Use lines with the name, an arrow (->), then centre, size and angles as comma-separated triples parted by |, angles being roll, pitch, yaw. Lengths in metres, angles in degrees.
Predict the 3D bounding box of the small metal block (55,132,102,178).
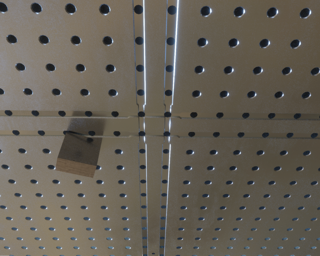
small metal block -> -0.110, 0.037, 0.425 | 0.050, 0.050, 0.025 | 14, 129, -12
